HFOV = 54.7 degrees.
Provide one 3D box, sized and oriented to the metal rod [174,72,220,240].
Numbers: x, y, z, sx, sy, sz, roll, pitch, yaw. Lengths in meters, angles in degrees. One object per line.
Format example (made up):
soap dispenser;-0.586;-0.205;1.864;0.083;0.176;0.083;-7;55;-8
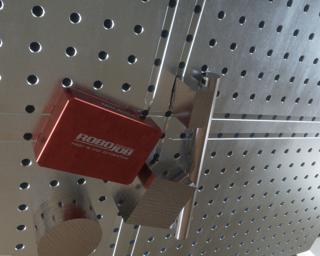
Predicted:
metal rod;0.052;0.060;0.478;0.025;0.025;0.298;-8;122;-25

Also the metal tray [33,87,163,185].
metal tray;-0.072;0.016;0.379;0.131;0.030;0.090;21;107;-36

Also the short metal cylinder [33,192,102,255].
short metal cylinder;-0.123;0.133;0.411;0.081;0.050;0.079;-14;125;-21

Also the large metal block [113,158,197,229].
large metal block;-0.007;0.096;0.452;0.080;0.050;0.080;22;107;-37

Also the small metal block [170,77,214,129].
small metal block;0.039;-0.033;0.398;0.025;0.050;0.050;-5;121;-26
